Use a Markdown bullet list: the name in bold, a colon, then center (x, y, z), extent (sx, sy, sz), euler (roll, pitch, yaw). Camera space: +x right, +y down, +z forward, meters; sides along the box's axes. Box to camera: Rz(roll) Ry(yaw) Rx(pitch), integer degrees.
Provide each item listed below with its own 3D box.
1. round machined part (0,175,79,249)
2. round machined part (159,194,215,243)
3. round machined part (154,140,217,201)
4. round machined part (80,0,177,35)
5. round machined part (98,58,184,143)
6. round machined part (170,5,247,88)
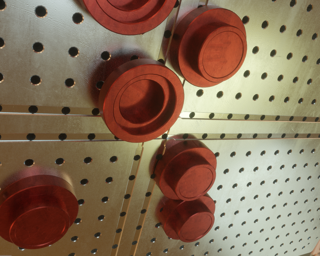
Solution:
- **round machined part**: center (-0.151, 0.111, 0.386), extent (0.099, 0.042, 0.097), euler (-14, 124, -21)
- **round machined part**: center (0.052, 0.153, 0.522), extent (0.099, 0.042, 0.097), euler (-14, 124, -21)
- **round machined part**: center (0.045, 0.070, 0.467), extent (0.099, 0.042, 0.097), euler (-14, 124, -21)
- **round machined part**: center (-0.033, -0.142, 0.294), extent (0.099, 0.042, 0.097), euler (-14, 124, -21)
- **round machined part**: center (-0.024, -0.035, 0.365), extent (0.099, 0.042, 0.097), euler (-14, 124, -21)
- **round machined part**: center (0.066, -0.094, 0.377), extent (0.099, 0.042, 0.097), euler (-14, 124, -21)
